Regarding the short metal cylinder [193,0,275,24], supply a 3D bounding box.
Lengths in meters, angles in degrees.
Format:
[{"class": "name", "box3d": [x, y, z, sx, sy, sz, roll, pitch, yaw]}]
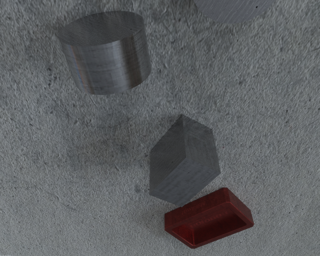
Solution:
[{"class": "short metal cylinder", "box3d": [0.064, -0.140, 0.272, 0.081, 0.050, 0.079, 0, 130, 0]}]

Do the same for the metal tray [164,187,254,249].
[{"class": "metal tray", "box3d": [0.084, 0.161, 0.541, 0.130, 0.030, 0.090, -31, 124, 23]}]

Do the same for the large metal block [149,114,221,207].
[{"class": "large metal block", "box3d": [0.029, 0.043, 0.408, 0.050, 0.080, 0.080, 26, 125, -20]}]

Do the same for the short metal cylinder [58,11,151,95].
[{"class": "short metal cylinder", "box3d": [-0.052, -0.076, 0.306, 0.080, 0.080, 0.050, -5, 130, 4]}]
